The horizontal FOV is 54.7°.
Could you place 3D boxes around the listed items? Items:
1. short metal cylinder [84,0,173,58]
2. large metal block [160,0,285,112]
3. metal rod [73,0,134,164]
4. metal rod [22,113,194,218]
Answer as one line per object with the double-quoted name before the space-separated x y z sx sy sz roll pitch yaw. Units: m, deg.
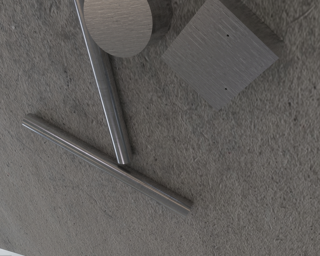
"short metal cylinder" -0.033 -0.122 0.333 0.080 0.050 0.079 13 124 21
"large metal block" 0.062 -0.078 0.310 0.080 0.050 0.080 43 129 -2
"metal rod" -0.076 -0.084 0.395 0.025 0.025 0.298 4 120 26
"metal rod" -0.087 0.054 0.486 0.301 0.025 0.025 27 128 10
